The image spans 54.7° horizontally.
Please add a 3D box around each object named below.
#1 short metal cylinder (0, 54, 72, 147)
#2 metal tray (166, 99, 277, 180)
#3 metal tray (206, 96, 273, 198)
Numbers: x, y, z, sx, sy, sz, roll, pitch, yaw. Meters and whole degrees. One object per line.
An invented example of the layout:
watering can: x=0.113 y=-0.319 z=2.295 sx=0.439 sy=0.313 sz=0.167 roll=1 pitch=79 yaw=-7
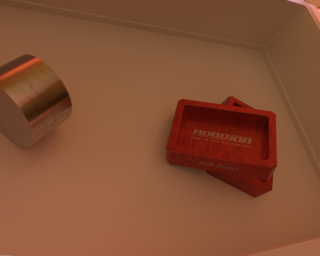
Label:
short metal cylinder: x=-0.137 y=-0.027 z=0.313 sx=0.080 sy=0.080 sz=0.050 roll=43 pitch=51 yaw=1
metal tray: x=0.081 y=0.012 z=0.402 sx=0.131 sy=0.030 sz=0.090 roll=9 pitch=52 yaw=8
metal tray: x=0.122 y=0.024 z=0.455 sx=0.090 sy=0.030 sz=0.130 roll=28 pitch=52 yaw=-11
